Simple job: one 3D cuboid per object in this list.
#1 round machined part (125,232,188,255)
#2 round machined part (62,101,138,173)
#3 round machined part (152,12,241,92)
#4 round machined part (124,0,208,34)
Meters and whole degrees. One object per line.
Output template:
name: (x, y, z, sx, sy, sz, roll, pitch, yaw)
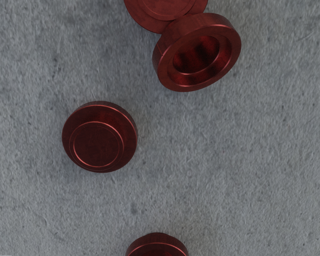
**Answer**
round machined part: (-0.005, 0.201, 0.475, 0.099, 0.042, 0.097, 0, 110, -1)
round machined part: (-0.079, 0.017, 0.406, 0.099, 0.042, 0.097, 0, 110, -1)
round machined part: (0.038, -0.089, 0.351, 0.099, 0.042, 0.098, -15, 148, -10)
round machined part: (0.007, -0.155, 0.344, 0.099, 0.042, 0.097, 0, 110, -1)
